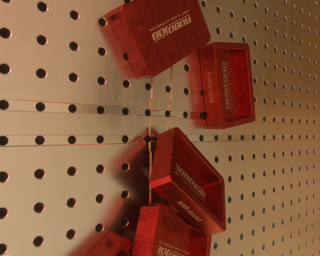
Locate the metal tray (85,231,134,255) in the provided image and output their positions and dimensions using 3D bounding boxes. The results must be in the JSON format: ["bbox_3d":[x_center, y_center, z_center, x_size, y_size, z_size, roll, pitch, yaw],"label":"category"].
[{"bbox_3d":[-0.050,0.200,0.363,0.090,0.030,0.130,-40,115,-32],"label":"metal tray"}]

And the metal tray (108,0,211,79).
[{"bbox_3d":[0.006,-0.132,0.409,0.131,0.030,0.090,-38,114,-33],"label":"metal tray"}]

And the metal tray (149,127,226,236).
[{"bbox_3d":[0.042,0.072,0.414,0.130,0.030,0.090,47,33,-30],"label":"metal tray"}]

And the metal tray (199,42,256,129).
[{"bbox_3d":[0.110,-0.068,0.495,0.091,0.030,0.129,-11,97,-39],"label":"metal tray"}]

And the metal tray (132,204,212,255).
[{"bbox_3d":[0.019,0.159,0.395,0.130,0.030,0.090,40,51,-41],"label":"metal tray"}]
